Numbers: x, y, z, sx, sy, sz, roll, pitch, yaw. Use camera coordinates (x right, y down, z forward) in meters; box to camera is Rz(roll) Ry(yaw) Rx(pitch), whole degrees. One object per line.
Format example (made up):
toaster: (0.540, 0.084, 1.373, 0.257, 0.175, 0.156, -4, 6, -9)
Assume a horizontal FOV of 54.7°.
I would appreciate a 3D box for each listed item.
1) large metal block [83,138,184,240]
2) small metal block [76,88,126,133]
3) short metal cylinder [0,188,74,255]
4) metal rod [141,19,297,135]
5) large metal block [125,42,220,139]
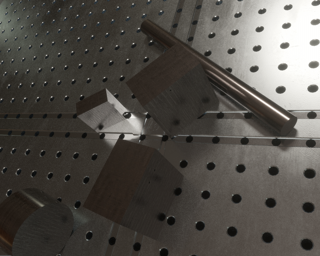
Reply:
large metal block: (-0.025, 0.069, 0.343, 0.050, 0.080, 0.080, 13, 69, 33)
small metal block: (-0.085, -0.024, 0.450, 0.050, 0.050, 0.025, -25, 53, 13)
short metal cylinder: (-0.155, 0.120, 0.378, 0.050, 0.080, 0.080, 17, 71, 34)
metal rod: (0.059, -0.087, 0.429, 0.025, 0.025, 0.300, -43, 51, -1)
large metal block: (0.018, -0.045, 0.390, 0.080, 0.080, 0.050, -38, 51, 3)
